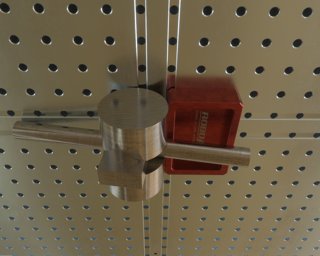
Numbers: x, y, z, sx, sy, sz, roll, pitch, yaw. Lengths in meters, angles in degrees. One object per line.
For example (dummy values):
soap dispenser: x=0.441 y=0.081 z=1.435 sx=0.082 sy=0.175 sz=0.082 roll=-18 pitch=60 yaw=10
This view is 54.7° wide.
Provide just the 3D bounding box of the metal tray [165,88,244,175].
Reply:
metal tray: x=0.053 y=0.009 z=0.417 sx=0.091 sy=0.030 sz=0.129 roll=1 pitch=130 yaw=-1

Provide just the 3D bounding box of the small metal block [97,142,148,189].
small metal block: x=-0.042 y=0.043 z=0.368 sx=0.050 sy=0.050 sz=0.025 roll=6 pitch=130 yaw=6

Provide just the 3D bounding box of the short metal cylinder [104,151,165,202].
short metal cylinder: x=-0.034 y=0.052 z=0.418 sx=0.081 sy=0.080 sz=0.050 roll=1 pitch=130 yaw=-1

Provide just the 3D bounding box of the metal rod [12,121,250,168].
metal rod: x=-0.040 y=0.020 z=0.397 sx=0.302 sy=0.025 sz=0.025 roll=7 pitch=131 yaw=6

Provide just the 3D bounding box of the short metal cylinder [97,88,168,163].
short metal cylinder: x=-0.031 y=-0.005 z=0.369 sx=0.081 sy=0.080 sz=0.050 roll=1 pitch=130 yaw=-1
